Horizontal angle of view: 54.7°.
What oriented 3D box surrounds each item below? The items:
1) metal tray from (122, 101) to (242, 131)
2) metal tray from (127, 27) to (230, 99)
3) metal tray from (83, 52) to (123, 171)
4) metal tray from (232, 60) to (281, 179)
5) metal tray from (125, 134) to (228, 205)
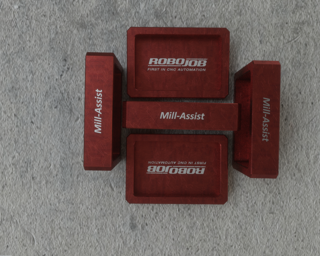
[{"bbox_3d":[0.024,-0.014,0.380,0.131,0.090,0.030,1,92,0],"label":"metal tray"},{"bbox_3d":[0.023,-0.084,0.409,0.131,0.030,0.089,0,93,0],"label":"metal tray"},{"bbox_3d":[-0.067,-0.019,0.378,0.030,0.090,0.129,1,91,0],"label":"metal tray"},{"bbox_3d":[0.115,-0.010,0.379,0.030,0.090,0.129,1,90,0],"label":"metal tray"},{"bbox_3d":[0.022,0.053,0.410,0.131,0.030,0.089,1,89,0],"label":"metal tray"}]
